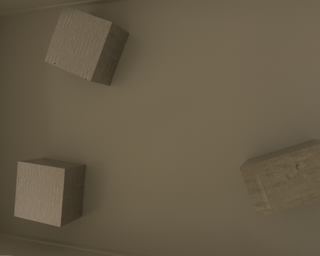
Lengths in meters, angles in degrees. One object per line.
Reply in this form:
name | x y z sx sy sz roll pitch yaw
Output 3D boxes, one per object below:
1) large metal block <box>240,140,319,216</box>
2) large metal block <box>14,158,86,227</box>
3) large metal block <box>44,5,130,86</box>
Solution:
large metal block | 0.137 0.050 0.333 0.080 0.080 0.050 -21 83 19
large metal block | -0.160 0.091 0.454 0.080 0.050 0.079 6 92 20
large metal block | -0.101 -0.113 0.433 0.080 0.050 0.080 25 98 18
